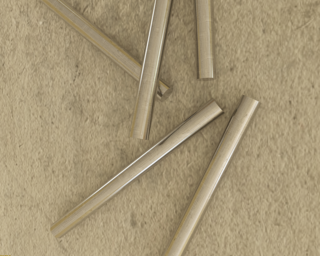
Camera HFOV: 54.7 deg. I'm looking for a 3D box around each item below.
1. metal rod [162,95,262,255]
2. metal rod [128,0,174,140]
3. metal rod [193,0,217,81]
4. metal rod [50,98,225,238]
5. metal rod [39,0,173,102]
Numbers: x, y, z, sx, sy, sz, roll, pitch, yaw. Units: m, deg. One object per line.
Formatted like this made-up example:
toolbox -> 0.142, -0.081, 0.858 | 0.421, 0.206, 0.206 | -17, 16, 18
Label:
metal rod -> 0.047, 0.099, 0.391 | 0.025, 0.025, 0.298 | 28, 99, 17
metal rod -> 0.000, -0.134, 0.390 | 0.025, 0.025, 0.298 | 9, 86, 19
metal rod -> 0.053, -0.210, 0.389 | 0.025, 0.025, 0.298 | -2, 89, 19
metal rod -> -0.040, 0.062, 0.422 | 0.300, 0.025, 0.025 | -39, 78, 15
metal rod -> -0.101, -0.139, 0.443 | 0.300, 0.025, 0.025 | 41, 103, 15
